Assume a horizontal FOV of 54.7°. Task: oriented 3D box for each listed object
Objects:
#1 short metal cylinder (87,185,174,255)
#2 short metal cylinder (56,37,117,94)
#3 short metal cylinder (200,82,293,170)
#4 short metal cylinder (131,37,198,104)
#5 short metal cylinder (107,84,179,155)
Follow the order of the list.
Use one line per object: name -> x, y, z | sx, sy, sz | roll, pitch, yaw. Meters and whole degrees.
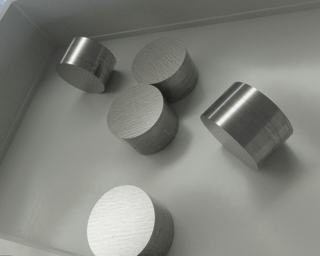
short metal cylinder -> -0.031, 0.109, 0.339 | 0.080, 0.050, 0.080 | -13, 56, 21
short metal cylinder -> -0.116, -0.098, 0.492 | 0.080, 0.080, 0.050 | 6, 65, 31
short metal cylinder -> 0.089, -0.002, 0.325 | 0.050, 0.080, 0.080 | -45, 51, -3
short metal cylinder -> 0.007, -0.080, 0.435 | 0.080, 0.050, 0.080 | -13, 56, 21
short metal cylinder -> -0.022, -0.011, 0.408 | 0.080, 0.050, 0.080 | -13, 56, 21
